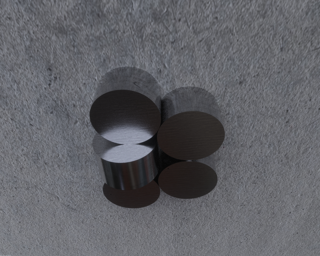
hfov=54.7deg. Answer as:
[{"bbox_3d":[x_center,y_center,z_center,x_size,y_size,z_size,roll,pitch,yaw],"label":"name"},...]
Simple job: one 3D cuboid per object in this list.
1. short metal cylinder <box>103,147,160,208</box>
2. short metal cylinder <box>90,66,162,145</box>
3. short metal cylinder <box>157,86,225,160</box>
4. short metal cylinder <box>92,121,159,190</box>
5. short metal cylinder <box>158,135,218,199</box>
[{"bbox_3d":[-0.039,0.073,0.454,0.080,0.050,0.079,0,131,1],"label":"short metal cylinder"},{"bbox_3d":[-0.039,-0.026,0.369,0.080,0.050,0.079,0,131,1],"label":"short metal cylinder"},{"bbox_3d":[0.037,-0.005,0.387,0.081,0.050,0.079,0,131,0],"label":"short metal cylinder"},{"bbox_3d":[-0.042,0.033,0.400,0.080,0.080,0.050,-2,130,2],"label":"short metal cylinder"},{"bbox_3d":[0.038,0.056,0.439,0.080,0.050,0.079,0,131,1],"label":"short metal cylinder"}]
